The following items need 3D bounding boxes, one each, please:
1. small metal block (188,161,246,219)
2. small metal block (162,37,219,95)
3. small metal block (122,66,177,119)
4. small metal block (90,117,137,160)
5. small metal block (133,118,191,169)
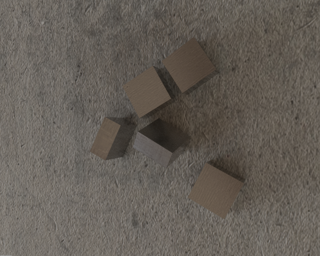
[{"bbox_3d":[0.070,0.075,0.384,0.050,0.025,0.050,29,99,17],"label":"small metal block"},{"bbox_3d":[0.039,-0.078,0.395,0.050,0.025,0.050,-35,79,16],"label":"small metal block"},{"bbox_3d":[-0.014,-0.047,0.414,0.050,0.025,0.050,-31,80,17],"label":"small metal block"},{"bbox_3d":[-0.061,0.013,0.417,0.025,0.050,0.050,27,99,18],"label":"small metal block"},{"bbox_3d":[0.003,0.018,0.391,0.050,0.050,0.025,31,124,17],"label":"small metal block"}]
